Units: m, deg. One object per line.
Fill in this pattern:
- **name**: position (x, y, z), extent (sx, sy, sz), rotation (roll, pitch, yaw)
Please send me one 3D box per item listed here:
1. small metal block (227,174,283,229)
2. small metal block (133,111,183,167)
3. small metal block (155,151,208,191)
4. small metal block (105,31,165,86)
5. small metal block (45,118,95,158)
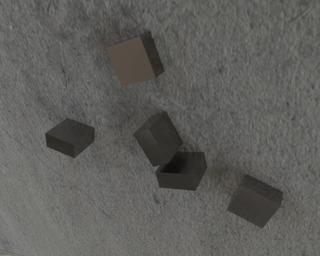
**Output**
- **small metal block**: position (0.122, 0.095, 0.401), extent (0.050, 0.025, 0.050), rotation (27, 128, 11)
- **small metal block**: position (-0.001, 0.013, 0.398), extent (0.025, 0.050, 0.050), rotation (-19, 109, 35)
- **small metal block**: position (0.029, 0.055, 0.408), extent (0.050, 0.050, 0.025), rotation (-1, 118, 28)
- **small metal block**: position (-0.029, -0.082, 0.370), extent (0.050, 0.025, 0.050), rotation (-8, 114, 31)
- **small metal block**: position (-0.135, 0.014, 0.468), extent (0.050, 0.050, 0.025), rotation (20, 126, 16)
